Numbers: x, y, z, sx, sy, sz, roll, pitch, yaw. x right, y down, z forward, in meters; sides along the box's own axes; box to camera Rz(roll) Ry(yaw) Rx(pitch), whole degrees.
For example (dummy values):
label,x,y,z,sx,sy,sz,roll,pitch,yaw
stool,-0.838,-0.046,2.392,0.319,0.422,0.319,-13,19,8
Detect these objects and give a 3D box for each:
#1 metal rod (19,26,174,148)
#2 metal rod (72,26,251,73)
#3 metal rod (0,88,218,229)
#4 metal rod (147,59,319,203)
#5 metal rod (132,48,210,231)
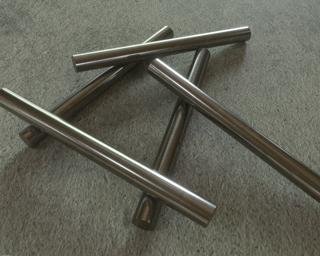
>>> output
label,x,y,z,sx,sy,sz,roll,pitch,yaw
metal rod,-0.077,-0.076,0.465,0.025,0.025,0.301,30,56,23
metal rod,0.016,-0.127,0.488,0.302,0.025,0.025,-16,52,-21
metal rod,-0.076,0.023,0.349,0.300,0.025,0.025,26,55,20
metal rod,0.099,0.004,0.379,0.300,0.025,0.025,40,60,21
metal rod,0.026,-0.010,0.411,0.025,0.025,0.300,13,51,11
